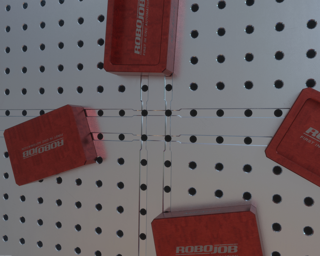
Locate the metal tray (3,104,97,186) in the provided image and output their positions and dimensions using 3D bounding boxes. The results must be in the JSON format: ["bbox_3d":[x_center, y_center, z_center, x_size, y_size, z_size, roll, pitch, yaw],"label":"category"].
[{"bbox_3d":[-0.167,0.027,0.467,0.130,0.030,0.090,-19,84,18],"label":"metal tray"}]

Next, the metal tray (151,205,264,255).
[{"bbox_3d":[0.061,0.150,0.388,0.130,0.030,0.089,-11,87,19],"label":"metal tray"}]

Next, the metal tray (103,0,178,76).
[{"bbox_3d":[-0.025,-0.138,0.417,0.090,0.030,0.129,5,92,19],"label":"metal tray"}]

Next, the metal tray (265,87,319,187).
[{"bbox_3d":[0.196,0.024,0.340,0.130,0.030,0.090,31,100,17],"label":"metal tray"}]
